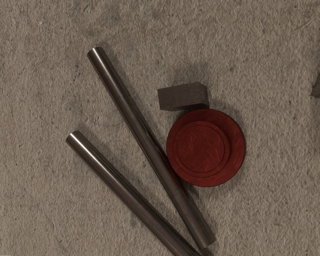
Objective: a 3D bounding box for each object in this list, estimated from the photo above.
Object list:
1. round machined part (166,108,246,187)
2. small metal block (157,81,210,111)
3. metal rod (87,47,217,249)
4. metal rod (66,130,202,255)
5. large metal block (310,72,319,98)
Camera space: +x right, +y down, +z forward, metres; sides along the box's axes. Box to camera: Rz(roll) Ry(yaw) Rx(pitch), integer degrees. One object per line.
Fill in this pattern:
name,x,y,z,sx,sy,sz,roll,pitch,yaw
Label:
round machined part,0.054,0.024,0.380,0.098,0.042,0.097,0,90,19
small metal block,0.030,-0.038,0.384,0.050,0.050,0.025,-8,87,19
metal rod,-0.016,0.019,0.413,0.025,0.025,0.299,-34,79,16
metal rod,-0.021,0.111,0.415,0.300,0.025,0.025,43,103,14
large metal block,0.197,-0.066,0.311,0.050,0.080,0.080,22,97,18
